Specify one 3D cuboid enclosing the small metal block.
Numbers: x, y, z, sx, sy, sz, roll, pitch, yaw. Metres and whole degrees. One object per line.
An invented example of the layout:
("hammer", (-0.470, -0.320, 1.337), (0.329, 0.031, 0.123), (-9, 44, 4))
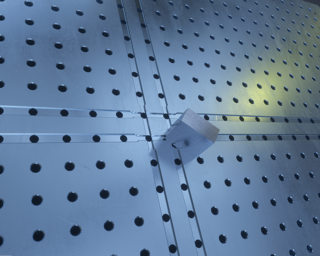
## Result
("small metal block", (0.041, 0.008, 0.409), (0.050, 0.050, 0.025), (34, 51, -6))
